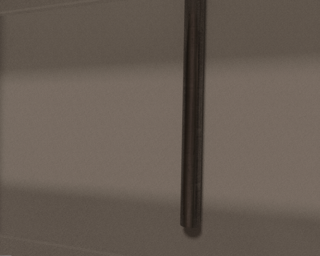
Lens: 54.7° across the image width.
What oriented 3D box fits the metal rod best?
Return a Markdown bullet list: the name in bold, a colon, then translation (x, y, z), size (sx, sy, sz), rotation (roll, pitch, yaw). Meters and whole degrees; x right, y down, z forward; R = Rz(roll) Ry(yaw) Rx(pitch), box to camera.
- **metal rod**: translation (0.041, -0.025, 0.395), size (0.025, 0.025, 0.298), rotation (1, 90, 19)
